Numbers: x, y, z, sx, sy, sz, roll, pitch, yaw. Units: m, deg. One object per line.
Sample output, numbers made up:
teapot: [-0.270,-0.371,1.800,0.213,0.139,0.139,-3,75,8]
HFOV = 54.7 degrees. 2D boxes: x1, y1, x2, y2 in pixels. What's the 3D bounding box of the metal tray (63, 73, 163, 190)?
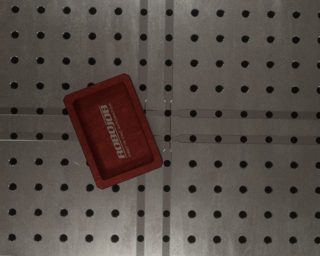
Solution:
metal tray: [-0.060,0.004,0.410,0.090,0.030,0.129,-21,90,-1]
